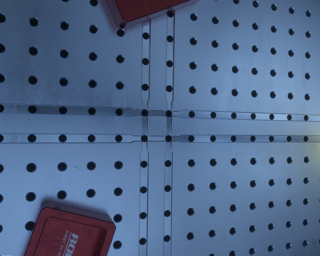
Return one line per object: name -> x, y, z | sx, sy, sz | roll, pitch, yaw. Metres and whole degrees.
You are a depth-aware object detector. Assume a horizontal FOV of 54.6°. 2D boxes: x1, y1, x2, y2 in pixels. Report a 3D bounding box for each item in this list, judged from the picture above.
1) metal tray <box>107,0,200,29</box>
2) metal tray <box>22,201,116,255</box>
metal tray -> -0.010, -0.196, 0.406 | 0.131, 0.030, 0.090 | -26, 99, -18
metal tray -> -0.116, 0.162, 0.367 | 0.090, 0.030, 0.130 | 20, 83, -19
